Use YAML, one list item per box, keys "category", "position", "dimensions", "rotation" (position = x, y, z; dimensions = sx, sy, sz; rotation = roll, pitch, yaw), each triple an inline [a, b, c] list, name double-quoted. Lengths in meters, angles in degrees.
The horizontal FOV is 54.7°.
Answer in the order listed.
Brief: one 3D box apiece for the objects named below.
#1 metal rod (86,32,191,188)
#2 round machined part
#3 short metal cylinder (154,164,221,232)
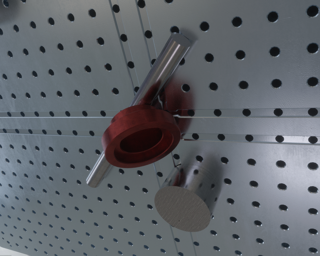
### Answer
- category: "metal rod"
  position: [-0.045, -0.003, 0.432]
  dimensions: [0.025, 0.025, 0.298]
  rotation: [38, 129, 2]
- category: "round machined part"
  position: [-0.026, 0.007, 0.396]
  dimensions: [0.097, 0.099, 0.042]
  rotation: [-54, 46, 39]
- category: "short metal cylinder"
  position: [0.039, 0.098, 0.435]
  dimensions: [0.080, 0.050, 0.079]
  rotation: [13, 124, 21]
